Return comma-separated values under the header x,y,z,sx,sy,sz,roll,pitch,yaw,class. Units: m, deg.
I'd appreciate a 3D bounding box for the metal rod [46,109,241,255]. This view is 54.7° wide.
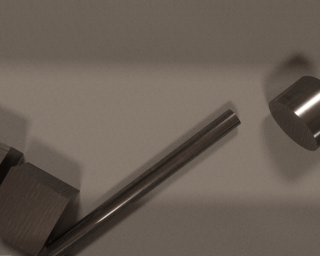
x,y,z,sx,sy,sz,roll,pitch,yaw,class
-0.021,0.075,0.411,0.301,0.025,0.025,-37,90,-1,metal rod

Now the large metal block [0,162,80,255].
x,y,z,sx,sy,sz,roll,pitch,yaw,class
-0.164,0.101,0.397,0.080,0.050,0.080,30,90,-1,large metal block

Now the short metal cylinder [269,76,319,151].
x,y,z,sx,sy,sz,roll,pitch,yaw,class
0.184,-0.018,0.386,0.050,0.080,0.080,-38,91,0,short metal cylinder

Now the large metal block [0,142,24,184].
x,y,z,sx,sy,sz,roll,pitch,yaw,class
-0.236,0.046,0.386,0.080,0.050,0.080,26,74,-1,large metal block
